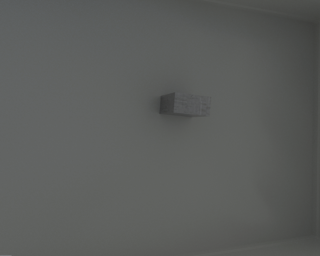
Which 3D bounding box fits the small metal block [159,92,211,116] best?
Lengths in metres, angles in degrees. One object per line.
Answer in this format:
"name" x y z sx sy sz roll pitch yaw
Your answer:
"small metal block" 0.032 -0.030 0.410 0.050 0.050 0.025 5 89 -20
